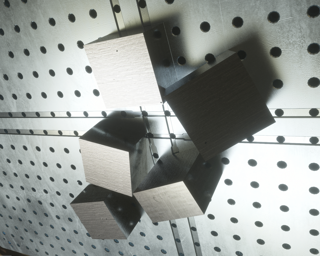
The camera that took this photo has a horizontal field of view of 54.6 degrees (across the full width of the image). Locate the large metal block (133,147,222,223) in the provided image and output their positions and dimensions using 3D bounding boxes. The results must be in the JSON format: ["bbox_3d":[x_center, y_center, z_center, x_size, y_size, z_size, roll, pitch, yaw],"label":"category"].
[{"bbox_3d":[0.025,0.073,0.408,0.080,0.080,0.050,-22,107,36],"label":"large metal block"}]

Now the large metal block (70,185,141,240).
[{"bbox_3d":[-0.093,0.143,0.533,0.080,0.050,0.080,-13,112,33],"label":"large metal block"}]

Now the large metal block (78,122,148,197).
[{"bbox_3d":[-0.066,0.045,0.459,0.080,0.050,0.080,13,124,21],"label":"large metal block"}]

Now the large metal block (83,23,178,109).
[{"bbox_3d":[-0.031,-0.072,0.368,0.080,0.050,0.080,-2,118,29],"label":"large metal block"}]

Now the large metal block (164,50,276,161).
[{"bbox_3d":[0.060,-0.025,0.328,0.080,0.050,0.080,-31,103,11],"label":"large metal block"}]
